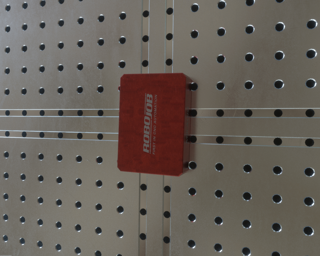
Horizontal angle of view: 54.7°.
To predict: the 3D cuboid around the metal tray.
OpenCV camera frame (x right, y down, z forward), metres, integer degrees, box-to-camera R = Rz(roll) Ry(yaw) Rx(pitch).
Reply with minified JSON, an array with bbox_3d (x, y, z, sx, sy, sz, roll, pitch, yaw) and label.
[{"bbox_3d":[-0.008,-0.006,0.411,0.090,0.030,0.129,2,91,19],"label":"metal tray"}]
